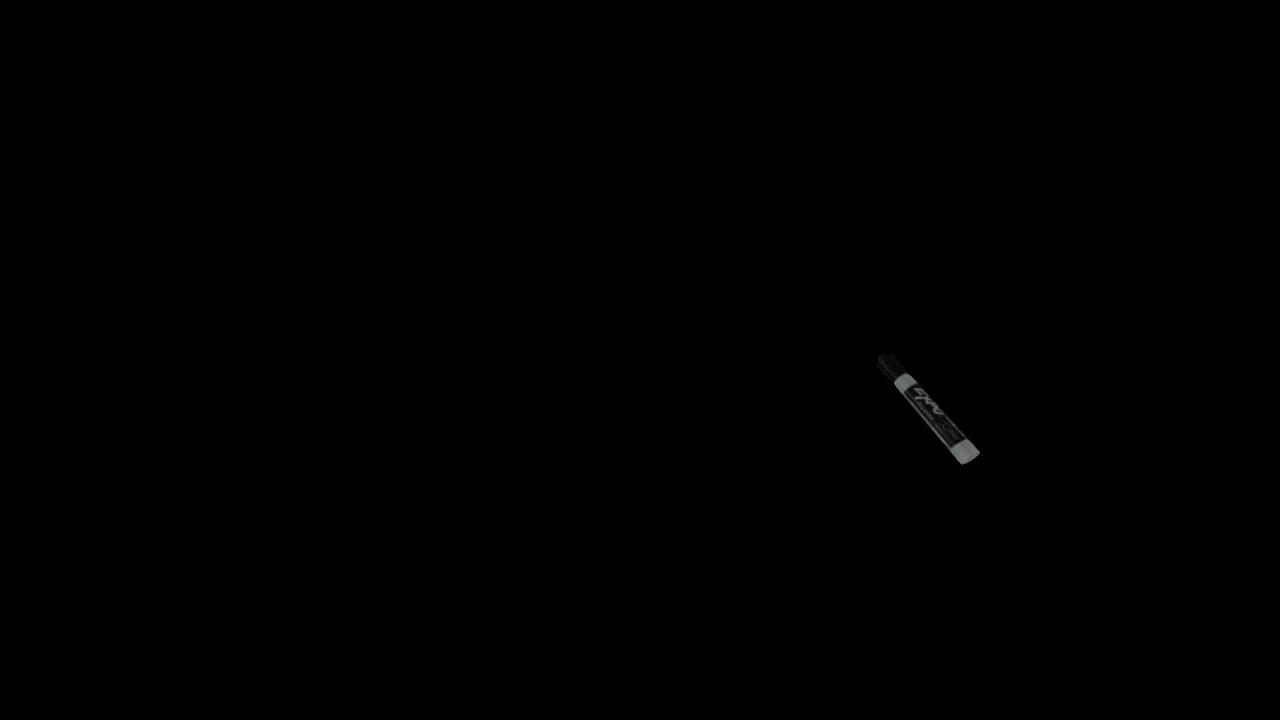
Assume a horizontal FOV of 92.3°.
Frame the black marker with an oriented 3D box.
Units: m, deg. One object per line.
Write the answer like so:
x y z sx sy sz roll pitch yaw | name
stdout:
0.260 0.041 0.563 0.020 0.121 0.020 -22 -32 -15 | black marker
